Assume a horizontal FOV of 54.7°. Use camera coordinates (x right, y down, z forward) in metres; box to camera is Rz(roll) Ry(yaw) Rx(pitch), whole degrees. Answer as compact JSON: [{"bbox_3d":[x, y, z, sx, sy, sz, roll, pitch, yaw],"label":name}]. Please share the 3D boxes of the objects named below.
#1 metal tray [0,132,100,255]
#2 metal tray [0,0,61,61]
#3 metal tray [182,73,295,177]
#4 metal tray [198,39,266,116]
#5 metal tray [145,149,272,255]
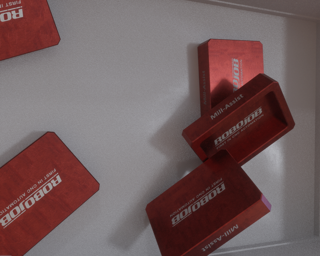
[{"bbox_3d":[-0.148,0.076,0.354,0.130,0.030,0.090,-41,103,-15],"label":"metal tray"},{"bbox_3d":[-0.185,-0.116,0.325,0.131,0.030,0.089,-23,117,-19],"label":"metal tray"},{"bbox_3d":[0.105,0.002,0.408,0.130,0.030,0.090,-37,126,3],"label":"metal tray"},{"bbox_3d":[0.104,-0.058,0.446,0.091,0.030,0.129,-3,91,-20],"label":"metal tray"},{"bbox_3d":[0.052,0.095,0.370,0.130,0.090,0.030,-38,127,6],"label":"metal tray"}]
